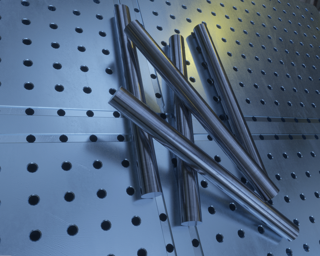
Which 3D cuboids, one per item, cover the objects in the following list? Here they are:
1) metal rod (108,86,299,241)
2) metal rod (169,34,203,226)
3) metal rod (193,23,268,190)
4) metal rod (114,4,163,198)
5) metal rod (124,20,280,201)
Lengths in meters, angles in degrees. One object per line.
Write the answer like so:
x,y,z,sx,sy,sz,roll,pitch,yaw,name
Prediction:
0.064,0.052,0.383,0.301,0.025,0.025,38,50,-15,metal rod
0.032,-0.017,0.437,0.025,0.025,0.299,12,57,-22,metal rod
0.109,-0.048,0.498,0.025,0.025,0.299,-1,62,-29,metal rod
-0.035,-0.054,0.423,0.025,0.025,0.299,4,60,-27,metal rod
0.054,-0.026,0.422,0.300,0.025,0.025,51,51,4,metal rod
